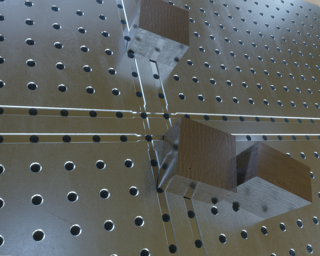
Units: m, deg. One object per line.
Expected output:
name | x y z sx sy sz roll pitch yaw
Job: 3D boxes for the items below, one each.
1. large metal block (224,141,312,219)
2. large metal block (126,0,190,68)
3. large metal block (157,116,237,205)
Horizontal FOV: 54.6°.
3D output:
large metal block | 0.133 0.070 0.401 0.080 0.080 0.050 26 53 -12
large metal block | -0.002 -0.152 0.483 0.081 0.050 0.080 15 56 -20
large metal block | 0.048 0.042 0.392 0.080 0.050 0.080 20 54 -17
